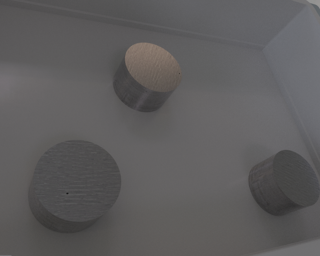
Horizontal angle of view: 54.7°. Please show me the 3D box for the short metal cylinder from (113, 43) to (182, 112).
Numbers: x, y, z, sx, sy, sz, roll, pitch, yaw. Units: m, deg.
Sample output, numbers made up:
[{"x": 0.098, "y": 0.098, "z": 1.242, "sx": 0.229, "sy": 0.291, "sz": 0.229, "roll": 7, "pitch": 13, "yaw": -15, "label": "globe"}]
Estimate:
[{"x": -0.018, "y": -0.068, "z": 0.422, "sx": 0.081, "sy": 0.050, "sz": 0.080, "roll": 14, "pitch": 56, "yaw": -21, "label": "short metal cylinder"}]

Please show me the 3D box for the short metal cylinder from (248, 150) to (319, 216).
[{"x": 0.173, "y": 0.077, "z": 0.435, "sx": 0.081, "sy": 0.050, "sz": 0.080, "roll": 14, "pitch": 56, "yaw": -21, "label": "short metal cylinder"}]

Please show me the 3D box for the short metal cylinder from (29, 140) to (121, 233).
[{"x": -0.085, "y": 0.059, "z": 0.308, "sx": 0.081, "sy": 0.050, "sz": 0.080, "roll": 14, "pitch": 56, "yaw": -21, "label": "short metal cylinder"}]
